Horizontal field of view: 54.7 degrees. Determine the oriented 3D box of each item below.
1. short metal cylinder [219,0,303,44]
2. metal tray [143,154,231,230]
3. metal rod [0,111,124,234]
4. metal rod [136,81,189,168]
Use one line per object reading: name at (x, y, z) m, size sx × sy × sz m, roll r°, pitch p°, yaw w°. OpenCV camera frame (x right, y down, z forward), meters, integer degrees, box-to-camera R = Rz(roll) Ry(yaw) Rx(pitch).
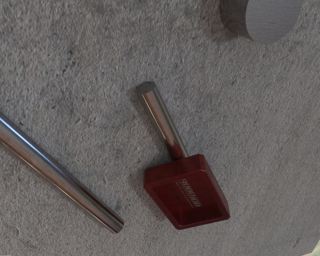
short metal cylinder at (0.118, -0.145, 0.366) m, size 0.081 × 0.050 × 0.079 m, roll -14°, pitch 124°, yaw -21°
metal tray at (0.043, 0.100, 0.462) m, size 0.090 × 0.030 × 0.130 m, roll -18°, pitch 129°, yaw 16°
metal rod at (-0.129, 0.050, 0.366) m, size 0.025 × 0.025 × 0.300 m, roll -37°, pitch 129°, yaw -4°
metal rod at (0.036, 0.056, 0.461) m, size 0.025 × 0.025 × 0.299 m, roll -33°, pitch 129°, yaw -7°
